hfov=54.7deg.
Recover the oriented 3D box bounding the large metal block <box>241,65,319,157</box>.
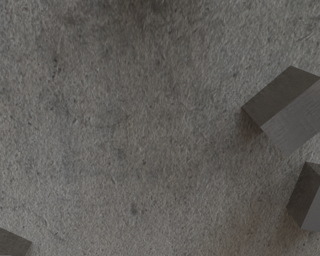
[{"bbox_3d":[0.156,-0.024,0.374,0.080,0.080,0.050,-42,105,13],"label":"large metal block"}]

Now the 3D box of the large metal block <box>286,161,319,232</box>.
[{"bbox_3d":[0.240,0.101,0.437,0.081,0.050,0.079,11,110,-5],"label":"large metal block"}]

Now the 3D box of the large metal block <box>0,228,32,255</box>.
[{"bbox_3d":[-0.256,0.200,0.467,0.080,0.050,0.080,31,107,-11],"label":"large metal block"}]
